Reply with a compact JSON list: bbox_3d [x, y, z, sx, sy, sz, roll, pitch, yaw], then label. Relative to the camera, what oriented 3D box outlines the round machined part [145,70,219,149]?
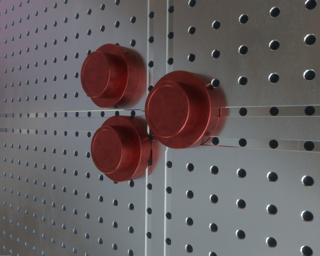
[{"bbox_3d":[0.020,-0.022,0.383,0.098,0.042,0.097,0,90,40],"label":"round machined part"}]

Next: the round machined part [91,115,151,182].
[{"bbox_3d":[-0.064,0.030,0.452,0.098,0.042,0.097,0,90,40],"label":"round machined part"}]

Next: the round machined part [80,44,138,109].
[{"bbox_3d":[-0.083,-0.078,0.468,0.098,0.042,0.097,0,90,40],"label":"round machined part"}]
